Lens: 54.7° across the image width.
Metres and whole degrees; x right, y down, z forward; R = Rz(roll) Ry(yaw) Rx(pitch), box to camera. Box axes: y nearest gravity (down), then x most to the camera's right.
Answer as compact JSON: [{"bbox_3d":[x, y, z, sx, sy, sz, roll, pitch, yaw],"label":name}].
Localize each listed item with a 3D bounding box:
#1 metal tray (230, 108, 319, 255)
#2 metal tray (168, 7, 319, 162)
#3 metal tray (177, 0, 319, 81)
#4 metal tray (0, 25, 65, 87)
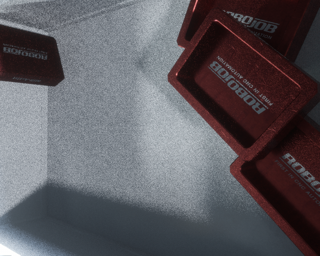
[{"bbox_3d":[0.140,0.055,0.287,0.130,0.030,0.090,50,119,28],"label":"metal tray"},{"bbox_3d":[0.075,-0.043,0.301,0.130,0.030,0.090,50,120,28],"label":"metal tray"},{"bbox_3d":[0.087,-0.113,0.331,0.130,0.030,0.089,31,109,35],"label":"metal tray"},{"bbox_3d":[-0.238,-0.124,0.535,0.030,0.131,0.090,-27,73,37],"label":"metal tray"}]
